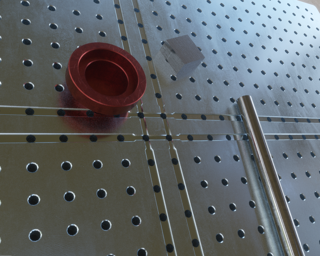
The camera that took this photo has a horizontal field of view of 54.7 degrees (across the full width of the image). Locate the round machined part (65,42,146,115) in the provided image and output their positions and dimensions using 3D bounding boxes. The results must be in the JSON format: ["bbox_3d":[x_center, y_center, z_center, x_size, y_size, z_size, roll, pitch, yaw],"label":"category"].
[{"bbox_3d":[-0.071,-0.058,0.396,0.099,0.042,0.098,14,56,-21],"label":"round machined part"}]

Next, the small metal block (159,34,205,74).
[{"bbox_3d":[0.036,-0.121,0.503,0.050,0.025,0.050,-26,76,-37],"label":"small metal block"}]

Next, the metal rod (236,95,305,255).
[{"bbox_3d":[0.162,0.084,0.446,0.025,0.025,0.299,5,59,-26],"label":"metal rod"}]
